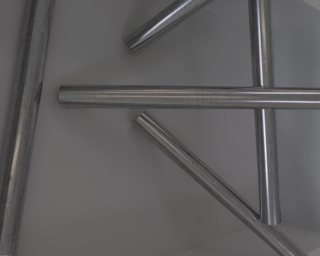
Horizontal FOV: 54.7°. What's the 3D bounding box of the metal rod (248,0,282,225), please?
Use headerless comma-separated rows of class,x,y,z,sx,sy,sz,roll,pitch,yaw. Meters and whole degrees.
metal rod,0.124,-0.032,0.366,0.025,0.025,0.298,-11,99,-39

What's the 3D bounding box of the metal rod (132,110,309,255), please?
metal rod,0.085,0.086,0.398,0.300,0.025,0.025,42,62,-5

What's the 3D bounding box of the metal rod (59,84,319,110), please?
metal rod,0.048,-0.033,0.334,0.302,0.025,0.025,0,90,-4

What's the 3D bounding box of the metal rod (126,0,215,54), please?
metal rod,0.087,-0.172,0.330,0.025,0.300,0.025,48,24,-29

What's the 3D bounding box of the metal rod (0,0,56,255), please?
metal rod,-0.132,0.000,0.295,0.025,0.025,0.298,11,83,-40
